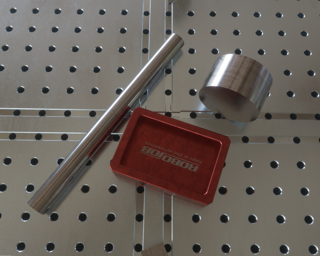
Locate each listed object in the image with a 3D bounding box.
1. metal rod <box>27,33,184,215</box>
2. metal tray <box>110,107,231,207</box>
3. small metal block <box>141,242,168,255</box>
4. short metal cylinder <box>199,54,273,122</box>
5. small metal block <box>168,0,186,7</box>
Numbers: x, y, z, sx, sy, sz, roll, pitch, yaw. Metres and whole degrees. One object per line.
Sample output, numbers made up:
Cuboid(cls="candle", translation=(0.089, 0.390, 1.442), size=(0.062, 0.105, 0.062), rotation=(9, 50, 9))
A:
Cuboid(cls="metal rod", translation=(-0.062, -0.017, 0.416), size=(0.025, 0.025, 0.300), rotation=(34, 73, 11))
Cuboid(cls="metal tray", translation=(0.014, 0.036, 0.396), size=(0.131, 0.030, 0.090), rotation=(19, 71, 6))
Cuboid(cls="small metal block", translation=(0.001, 0.155, 0.342), size=(0.025, 0.050, 0.050), rotation=(-21, 72, -8))
Cuboid(cls="short metal cylinder", translation=(0.098, -0.050, 0.402), size=(0.080, 0.080, 0.050), rotation=(25, 72, 8))
Cuboid(cls="small metal block", translation=(0.035, -0.229, 0.483), size=(0.025, 0.050, 0.050), rotation=(22, 71, 7))
